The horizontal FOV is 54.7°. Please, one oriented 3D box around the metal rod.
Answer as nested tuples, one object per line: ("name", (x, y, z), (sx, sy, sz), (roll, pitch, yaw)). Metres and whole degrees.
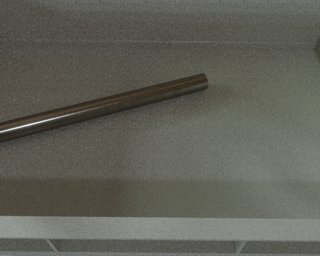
("metal rod", (-0.075, -0.031, 0.429), (0.302, 0.025, 0.025), (-16, 52, -13))
